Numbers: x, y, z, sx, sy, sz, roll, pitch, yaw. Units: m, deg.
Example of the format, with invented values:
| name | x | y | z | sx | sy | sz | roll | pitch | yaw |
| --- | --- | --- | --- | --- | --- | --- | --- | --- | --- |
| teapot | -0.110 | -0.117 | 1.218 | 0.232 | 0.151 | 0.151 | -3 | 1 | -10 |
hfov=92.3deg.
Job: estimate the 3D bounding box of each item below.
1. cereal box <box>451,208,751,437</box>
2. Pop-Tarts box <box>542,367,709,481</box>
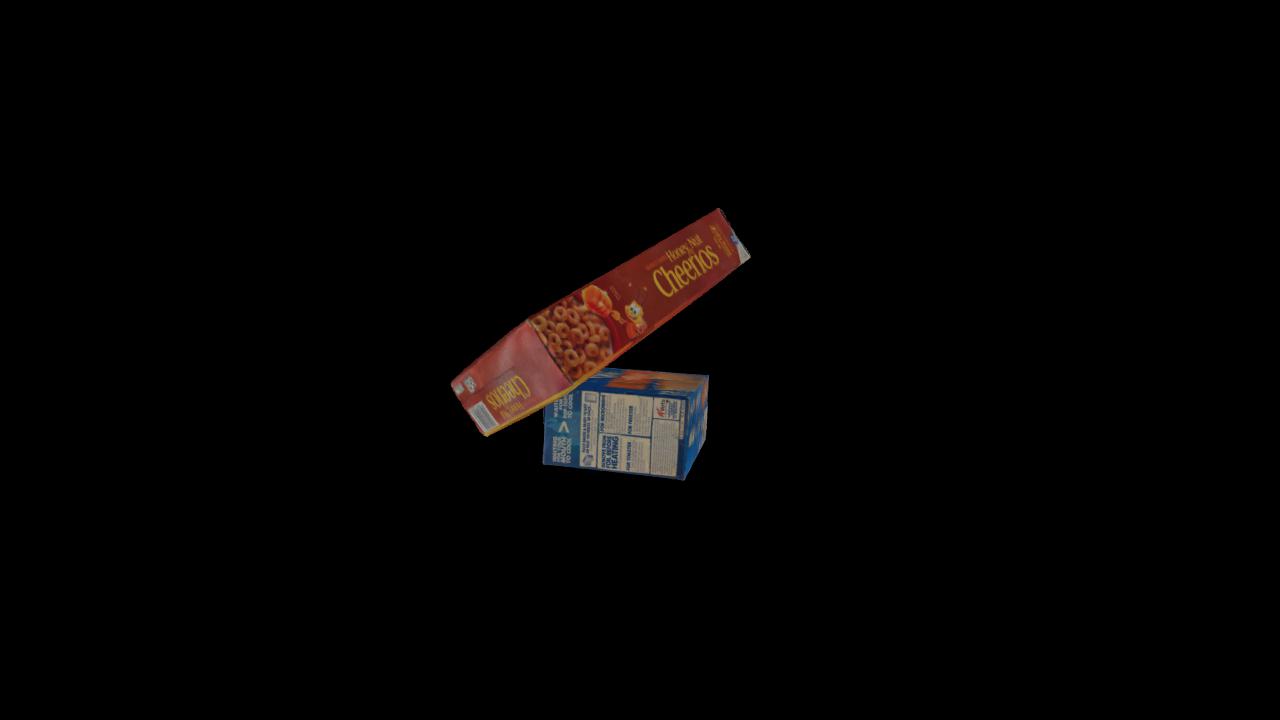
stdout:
| name | x | y | z | sx | sy | sz | roll | pitch | yaw |
| --- | --- | --- | --- | --- | --- | --- | --- | --- | --- |
| cereal box | -0.037 | -0.045 | 0.677 | 0.306 | 0.081 | 0.203 | -36 | 5 | -40 |
| Pop-Tarts box | -0.007 | 0.058 | 0.646 | 0.141 | 0.083 | 0.167 | 4 | 6 | 13 |
